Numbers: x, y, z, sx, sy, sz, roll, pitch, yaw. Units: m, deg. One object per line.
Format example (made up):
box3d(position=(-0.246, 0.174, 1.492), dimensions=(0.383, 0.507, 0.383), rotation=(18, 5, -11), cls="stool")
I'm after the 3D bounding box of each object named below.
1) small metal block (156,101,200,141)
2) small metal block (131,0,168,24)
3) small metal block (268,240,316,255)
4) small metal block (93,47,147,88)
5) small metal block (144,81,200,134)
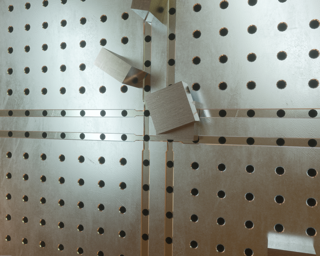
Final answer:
box3d(position=(0.023, -0.010, 0.405), dimensions=(0.050, 0.025, 0.050), rotation=(3, 91, 20), cls="small metal block")
box3d(position=(-0.011, -0.170, 0.404), dimensions=(0.025, 0.050, 0.050), rotation=(15, 95, 19), cls="small metal block")
box3d(position=(0.151, 0.163, 0.359), dimensions=(0.050, 0.025, 0.050), rotation=(1, 90, 20), cls="small metal block")
box3d(position=(-0.053, -0.080, 0.418), dimensions=(0.050, 0.050, 0.025), rotation=(35, 102, 16), cls="small metal block")
box3d(position=(0.015, -0.024, 0.381), dimensions=(0.050, 0.025, 0.050), rotation=(-20, 83, 19), cls="small metal block")
